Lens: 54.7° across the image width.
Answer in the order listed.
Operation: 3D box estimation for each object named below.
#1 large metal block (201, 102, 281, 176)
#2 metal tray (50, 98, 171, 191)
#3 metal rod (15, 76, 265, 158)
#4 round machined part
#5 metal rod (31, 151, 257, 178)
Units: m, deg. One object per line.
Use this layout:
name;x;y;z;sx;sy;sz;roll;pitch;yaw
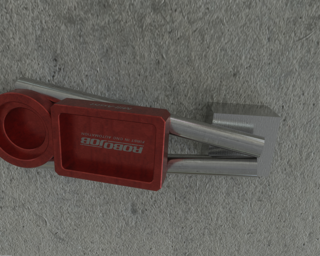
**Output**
large metal block;0.101;0.013;0.402;0.081;0.050;0.079;4;110;-2
metal tray;-0.057;0.018;0.359;0.131;0.030;0.089;7;110;10
metal rod;-0.030;-0.015;0.370;0.301;0.025;0.025;15;110;8
round machined part;-0.166;-0.002;0.393;0.098;0.042;0.097;3;110;9
metal rod;-0.035;0.044;0.392;0.301;0.025;0.025;1;111;13
